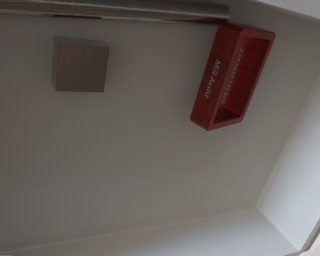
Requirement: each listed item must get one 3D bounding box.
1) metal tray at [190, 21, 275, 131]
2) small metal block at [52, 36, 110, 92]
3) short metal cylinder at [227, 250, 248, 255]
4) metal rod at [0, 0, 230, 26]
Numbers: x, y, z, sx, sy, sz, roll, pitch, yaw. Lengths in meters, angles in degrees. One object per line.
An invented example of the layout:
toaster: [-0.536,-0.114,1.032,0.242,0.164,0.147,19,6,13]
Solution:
metal tray: [0.094,-0.065,0.400,0.091,0.030,0.129,-12,126,-45]
small metal block: [-0.084,-0.066,0.323,0.050,0.025,0.050,-2,119,-28]
short metal cylinder: [0.176,0.323,0.695,0.081,0.050,0.079,-14,125,-21]
metal rod: [-0.060,-0.119,0.302,0.303,0.025,0.025,-6,121,-26]
